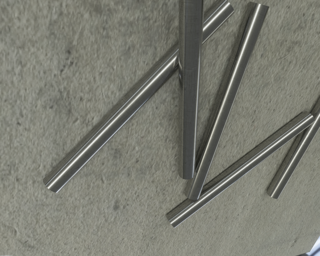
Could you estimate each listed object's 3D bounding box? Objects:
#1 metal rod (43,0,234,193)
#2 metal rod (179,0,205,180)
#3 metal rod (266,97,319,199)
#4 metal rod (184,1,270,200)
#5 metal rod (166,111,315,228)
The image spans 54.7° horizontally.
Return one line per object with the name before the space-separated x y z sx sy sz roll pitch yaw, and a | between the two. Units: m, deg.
metal rod | -0.027 -0.037 0.370 0.300 0.025 0.025 -45 130 3
metal rod | 0.035 -0.042 0.375 0.025 0.025 0.298 -19 134 -17
metal rod | 0.272 0.002 0.560 0.025 0.025 0.298 7 115 -32
metal rod | 0.087 -0.022 0.443 0.025 0.025 0.298 0 118 -29
metal rod | 0.138 0.068 0.527 0.301 0.025 0.025 -36 129 -5
